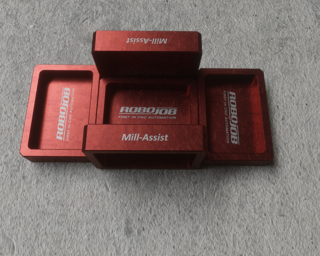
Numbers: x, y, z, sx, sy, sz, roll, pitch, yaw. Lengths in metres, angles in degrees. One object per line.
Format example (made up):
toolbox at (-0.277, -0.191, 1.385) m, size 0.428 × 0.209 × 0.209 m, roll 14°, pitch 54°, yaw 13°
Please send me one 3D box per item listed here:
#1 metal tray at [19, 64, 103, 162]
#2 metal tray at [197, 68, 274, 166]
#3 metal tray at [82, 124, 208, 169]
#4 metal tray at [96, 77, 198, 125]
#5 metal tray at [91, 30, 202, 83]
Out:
metal tray at (-0.126, -0.021, 0.413) m, size 0.091 × 0.030 × 0.130 m, roll 1°, pitch 70°, yaw 0°
metal tray at (0.095, -0.016, 0.414) m, size 0.091 × 0.030 × 0.130 m, roll 1°, pitch 70°, yaw 0°
metal tray at (-0.016, 0.025, 0.364) m, size 0.131 × 0.090 × 0.030 m, roll 0°, pitch 70°, yaw 0°
metal tray at (-0.016, -0.021, 0.414) m, size 0.131 × 0.030 × 0.090 m, roll 1°, pitch 70°, yaw 0°
metal tray at (-0.015, -0.088, 0.407) m, size 0.131 × 0.090 × 0.030 m, roll 0°, pitch 70°, yaw 0°
